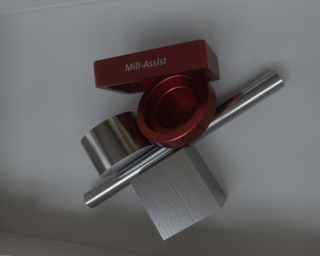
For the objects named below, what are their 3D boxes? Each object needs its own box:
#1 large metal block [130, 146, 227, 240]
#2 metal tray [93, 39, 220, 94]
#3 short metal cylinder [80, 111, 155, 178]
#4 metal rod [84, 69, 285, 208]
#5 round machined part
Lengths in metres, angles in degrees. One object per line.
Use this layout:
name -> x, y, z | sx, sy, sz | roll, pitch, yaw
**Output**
large metal block -> 0.024, 0.078, 0.385 | 0.080, 0.050, 0.080 | -34, 79, 16
metal tray -> -0.001, -0.068, 0.373 | 0.130, 0.090, 0.030 | -7, 88, 19
short metal cylinder -> -0.053, 0.022, 0.397 | 0.080, 0.080, 0.050 | -35, 79, 16
metal rod -> 0.019, 0.022, 0.401 | 0.300, 0.025, 0.025 | -34, 79, 16
round machined part -> 0.024, -0.020, 0.376 | 0.098, 0.042, 0.098 | -17, 57, 28
